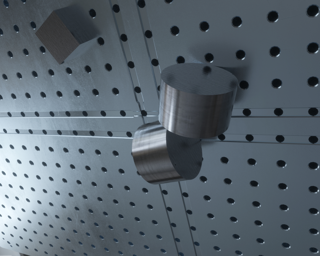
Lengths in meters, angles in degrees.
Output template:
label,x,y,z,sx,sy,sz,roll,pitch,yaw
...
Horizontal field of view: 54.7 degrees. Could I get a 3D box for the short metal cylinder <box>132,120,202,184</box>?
label,x,y,z,sx,sy,sz,roll,pitch,yaw
short metal cylinder,0.011,0.028,0.387,0.050,0.080,0.080,-15,111,34

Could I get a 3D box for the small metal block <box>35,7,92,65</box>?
label,x,y,z,sx,sy,sz,roll,pitch,yaw
small metal block,-0.126,-0.119,0.404,0.050,0.025,0.050,-29,103,37

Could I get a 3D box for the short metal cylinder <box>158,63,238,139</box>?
label,x,y,z,sx,sy,sz,roll,pitch,yaw
short metal cylinder,0.039,-0.032,0.335,0.080,0.080,0.050,17,125,18
